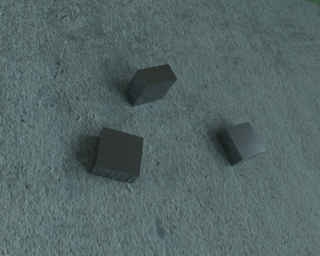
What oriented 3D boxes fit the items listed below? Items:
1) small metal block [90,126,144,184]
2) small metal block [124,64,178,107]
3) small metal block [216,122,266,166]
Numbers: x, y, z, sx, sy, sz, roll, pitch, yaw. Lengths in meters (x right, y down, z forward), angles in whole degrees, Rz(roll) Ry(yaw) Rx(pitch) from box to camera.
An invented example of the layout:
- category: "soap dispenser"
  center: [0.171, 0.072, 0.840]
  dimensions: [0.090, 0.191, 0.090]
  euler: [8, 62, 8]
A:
- category: "small metal block"
  center: [-0.049, 0.032, 0.358]
  dimensions: [0.050, 0.025, 0.050]
  euler: [17, 55, -19]
- category: "small metal block"
  center: [-0.013, -0.057, 0.415]
  dimensions: [0.050, 0.050, 0.025]
  euler: [-19, 72, -35]
- category: "small metal block"
  center: [0.118, 0.022, 0.453]
  dimensions: [0.050, 0.025, 0.050]
  euler: [-14, 69, -34]
